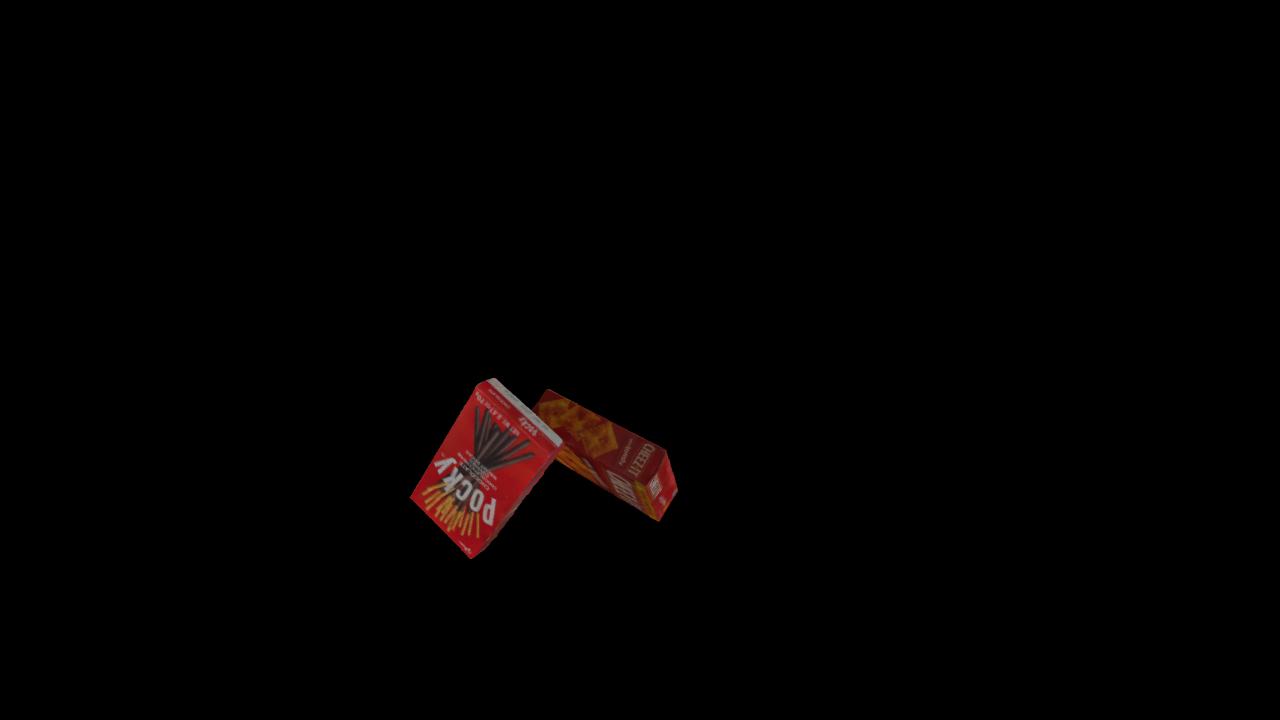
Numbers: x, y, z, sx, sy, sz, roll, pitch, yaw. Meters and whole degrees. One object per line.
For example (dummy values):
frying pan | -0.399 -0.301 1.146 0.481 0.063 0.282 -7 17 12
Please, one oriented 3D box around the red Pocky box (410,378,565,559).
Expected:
red Pocky box | -0.133 0.096 0.520 0.083 0.155 0.028 41 30 6

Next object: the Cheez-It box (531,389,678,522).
Cheez-It box | -0.055 0.149 0.959 0.223 0.071 0.166 25 -23 23
